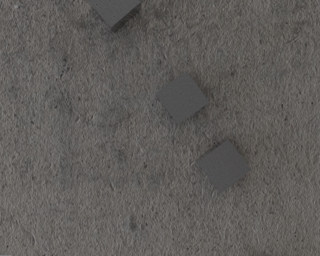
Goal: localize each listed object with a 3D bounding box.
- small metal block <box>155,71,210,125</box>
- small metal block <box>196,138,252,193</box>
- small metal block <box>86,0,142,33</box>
[{"bbox_3d":[0.029,-0.039,0.410,0.050,0.025,0.050,-36,90,0],"label":"small metal block"},{"bbox_3d":[0.083,0.049,0.411,0.050,0.025,0.050,-37,90,0],"label":"small metal block"},{"bbox_3d":[-0.060,-0.164,0.409,0.050,0.025,0.050,-41,90,0],"label":"small metal block"}]
